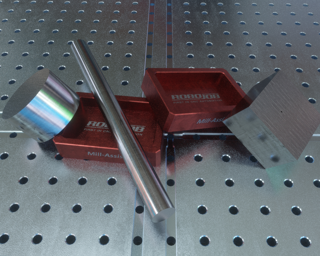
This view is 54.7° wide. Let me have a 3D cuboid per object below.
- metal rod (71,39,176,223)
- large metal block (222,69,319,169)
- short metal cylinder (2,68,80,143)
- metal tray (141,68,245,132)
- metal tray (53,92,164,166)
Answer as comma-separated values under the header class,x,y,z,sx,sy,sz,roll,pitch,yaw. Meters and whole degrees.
class,x,y,z,sx,sy,sz,roll,pitch,yaw
metal rod,-0.060,-0.020,0.385,0.025,0.025,0.300,-20,53,-16
large metal block,0.138,-0.010,0.378,0.080,0.050,0.080,47,60,-3
short metal cylinder,-0.149,-0.029,0.391,0.080,0.050,0.080,-25,40,24
metal tray,0.051,-0.042,0.415,0.131,0.030,0.090,-5,48,-26
metal tray,-0.059,-0.001,0.404,0.131,0.030,0.090,5,50,4
